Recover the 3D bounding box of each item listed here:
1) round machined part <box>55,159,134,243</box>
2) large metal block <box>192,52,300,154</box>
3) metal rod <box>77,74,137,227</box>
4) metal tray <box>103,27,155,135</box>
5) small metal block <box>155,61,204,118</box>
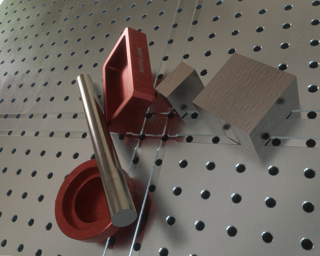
[{"bbox_3d":[-0.075,0.090,0.380,0.098,0.042,0.098,-13,56,20],"label":"round machined part"},{"bbox_3d":[0.099,-0.030,0.358,0.080,0.050,0.080,35,81,38],"label":"large metal block"},{"bbox_3d":[-0.081,0.002,0.408,0.025,0.025,0.300,-35,39,5],"label":"metal rod"},{"bbox_3d":[-0.049,-0.067,0.441,0.090,0.030,0.130,-45,41,42],"label":"metal tray"},{"bbox_3d":[0.029,-0.050,0.407,0.050,0.050,0.025,-45,51,-4],"label":"small metal block"}]
